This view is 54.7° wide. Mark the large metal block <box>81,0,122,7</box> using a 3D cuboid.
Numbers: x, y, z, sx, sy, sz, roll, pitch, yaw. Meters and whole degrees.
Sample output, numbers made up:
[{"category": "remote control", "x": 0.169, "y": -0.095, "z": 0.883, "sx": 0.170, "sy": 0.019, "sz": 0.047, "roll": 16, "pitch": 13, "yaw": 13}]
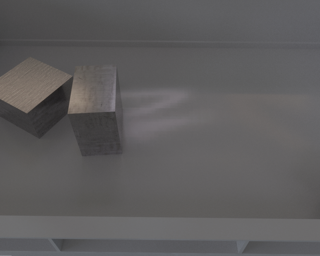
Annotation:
[{"category": "large metal block", "x": -0.120, "y": -0.294, "z": 0.618, "sx": 0.081, "sy": 0.080, "sz": 0.050, "roll": -3, "pitch": 50, "yaw": -3}]

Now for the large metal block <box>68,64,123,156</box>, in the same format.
[{"category": "large metal block", "x": -0.076, "y": -0.022, "z": 0.387, "sx": 0.050, "sy": 0.080, "sz": 0.080, "roll": -3, "pitch": 50, "yaw": -3}]

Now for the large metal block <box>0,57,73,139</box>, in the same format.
[{"category": "large metal block", "x": -0.172, "y": -0.044, "z": 0.424, "sx": 0.080, "sy": 0.050, "sz": 0.080, "roll": 25, "pitch": 54, "yaw": 19}]
